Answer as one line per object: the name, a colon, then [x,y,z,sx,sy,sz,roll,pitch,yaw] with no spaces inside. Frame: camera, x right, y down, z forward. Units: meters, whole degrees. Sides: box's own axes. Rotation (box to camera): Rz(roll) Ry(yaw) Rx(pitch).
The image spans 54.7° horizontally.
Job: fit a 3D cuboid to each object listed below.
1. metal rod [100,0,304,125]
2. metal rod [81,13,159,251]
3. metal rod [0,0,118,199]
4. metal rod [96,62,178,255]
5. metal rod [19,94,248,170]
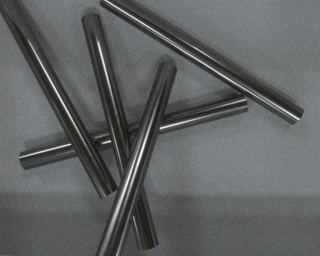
metal rod: [0.055,-0.094,0.412,0.301,0.025,0.025,32,90,-1]
metal rod: [-0.053,-0.003,0.386,0.025,0.025,0.299,-15,81,0]
metal rod: [-0.135,-0.049,0.392,0.025,0.025,0.299,-30,84,0]
metal rod: [-0.028,0.051,0.351,0.025,0.025,0.300,17,66,0]
metal rod: [-0.034,0.005,0.411,0.302,0.025,0.025,-15,90,-1]
